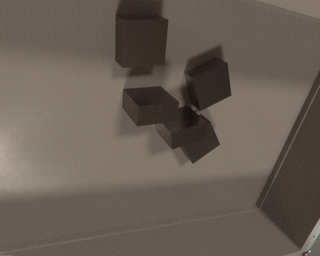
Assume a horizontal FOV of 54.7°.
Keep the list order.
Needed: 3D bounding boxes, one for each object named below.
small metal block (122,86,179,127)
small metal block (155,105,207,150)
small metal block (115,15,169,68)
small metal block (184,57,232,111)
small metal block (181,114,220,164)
[{"bbox_3d":[-0.012,-0.028,0.370,0.050,0.050,0.025,-8,122,-25],"label":"small metal block"},{"bbox_3d":[0.027,-0.002,0.407,0.050,0.050,0.025,-17,125,-19],"label":"small metal block"},{"bbox_3d":[-0.021,-0.096,0.339,0.050,0.025,0.050,-9,123,-24],"label":"small metal block"},{"bbox_3d":[0.064,-0.058,0.410,0.050,0.025,0.050,-27,128,-12],"label":"small metal block"},{"bbox_3d":[0.054,0.016,0.450,0.050,0.025,0.050,-35,129,-6],"label":"small metal block"}]
